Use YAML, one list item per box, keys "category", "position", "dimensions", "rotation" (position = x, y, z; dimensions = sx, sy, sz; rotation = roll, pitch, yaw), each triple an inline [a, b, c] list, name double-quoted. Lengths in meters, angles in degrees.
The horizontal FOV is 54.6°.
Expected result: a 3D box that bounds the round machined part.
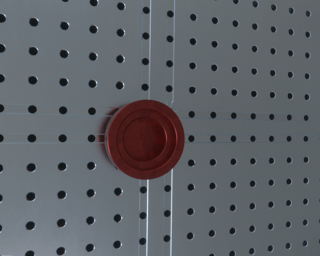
- category: "round machined part"
  position: [-0.022, 0.014, 0.395]
  dimensions: [0.099, 0.042, 0.097]
  rotation: [0, 90, -20]
